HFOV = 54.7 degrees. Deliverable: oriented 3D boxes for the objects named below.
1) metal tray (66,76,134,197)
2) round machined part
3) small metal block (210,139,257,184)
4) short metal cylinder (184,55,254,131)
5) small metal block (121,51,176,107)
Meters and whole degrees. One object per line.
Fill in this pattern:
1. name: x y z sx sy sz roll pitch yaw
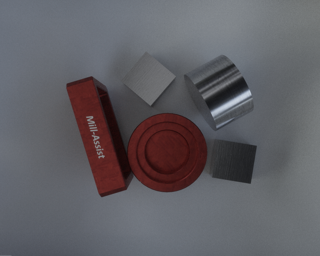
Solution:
1. metal tray: -0.069 0.009 0.376 0.030 0.090 0.129 -17 90 0
2. round machined part: 0.009 0.030 0.400 0.099 0.042 0.097 0 90 -1
3. small metal block: 0.096 0.043 0.411 0.050 0.025 0.050 9 89 1
4. short metal cylinder: 0.071 -0.043 0.383 0.050 0.080 0.080 -29 90 0
5. small metal block: -0.015 -0.063 0.409 0.050 0.025 0.050 40 90 1
